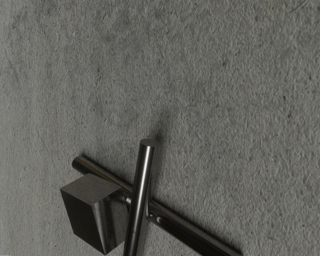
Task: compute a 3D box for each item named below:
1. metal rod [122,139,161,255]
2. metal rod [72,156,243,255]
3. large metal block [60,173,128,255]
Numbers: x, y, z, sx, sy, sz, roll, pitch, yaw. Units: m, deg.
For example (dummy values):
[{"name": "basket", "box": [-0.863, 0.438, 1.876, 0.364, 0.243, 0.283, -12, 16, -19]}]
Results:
[{"name": "metal rod", "box": [-0.035, 0.156, 0.408, 0.025, 0.025, 0.298, 24, 113, 37]}, {"name": "metal rod", "box": [-0.026, 0.104, 0.426, 0.300, 0.025, 0.025, 23, 104, 37]}, {"name": "large metal block", "box": [-0.091, 0.120, 0.444, 0.080, 0.050, 0.079, 11, 118, 43]}]
